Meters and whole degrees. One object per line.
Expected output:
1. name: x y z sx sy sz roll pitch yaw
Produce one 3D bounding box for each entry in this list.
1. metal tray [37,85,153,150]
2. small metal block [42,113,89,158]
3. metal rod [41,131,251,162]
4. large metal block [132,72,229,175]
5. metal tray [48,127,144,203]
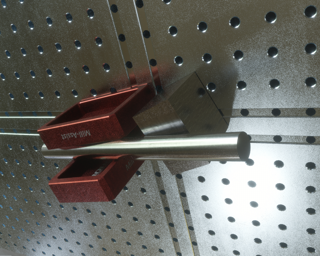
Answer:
1. metal tray: -0.081 -0.014 0.401 0.130 0.090 0.030 -9 115 31
2. small metal block: -0.143 0.011 0.475 0.025 0.050 0.050 -8 114 31
3. metal rod: -0.045 0.024 0.351 0.300 0.025 0.025 -4 117 40
4. large metal block: 0.027 -0.006 0.355 0.050 0.080 0.080 -25 105 36
5. metal tray: -0.068 0.042 0.403 0.090 0.131 0.030 -10 114 32
